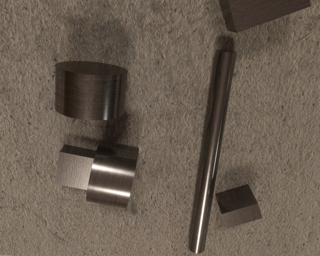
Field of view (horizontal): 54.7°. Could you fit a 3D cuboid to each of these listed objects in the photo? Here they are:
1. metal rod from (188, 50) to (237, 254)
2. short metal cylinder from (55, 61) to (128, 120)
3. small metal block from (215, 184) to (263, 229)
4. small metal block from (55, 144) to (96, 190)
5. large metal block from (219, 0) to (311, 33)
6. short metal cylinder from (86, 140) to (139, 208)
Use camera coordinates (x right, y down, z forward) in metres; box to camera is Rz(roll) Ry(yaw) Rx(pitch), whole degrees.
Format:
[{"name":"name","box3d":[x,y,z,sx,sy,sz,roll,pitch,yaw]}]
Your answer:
[{"name":"metal rod","box3d":[0.068,0.046,0.427,0.025,0.025,0.298,4,110,-2]},{"name":"short metal cylinder","box3d":[-0.080,-0.046,0.362,0.081,0.080,0.050,7,110,-3]},{"name":"small metal block","box3d":[0.110,0.110,0.439,0.050,0.050,0.025,-19,109,6]},{"name":"small metal block","box3d":[-0.113,0.055,0.428,0.050,0.025,0.050,12,110,-5]},{"name":"large metal block","box3d":[0.107,-0.159,0.339,0.080,0.050,0.080,-19,109,6]},{"name":"short metal cylinder","box3d":[-0.060,0.059,0.402,0.050,0.080,0.079,12,110,-5]}]
